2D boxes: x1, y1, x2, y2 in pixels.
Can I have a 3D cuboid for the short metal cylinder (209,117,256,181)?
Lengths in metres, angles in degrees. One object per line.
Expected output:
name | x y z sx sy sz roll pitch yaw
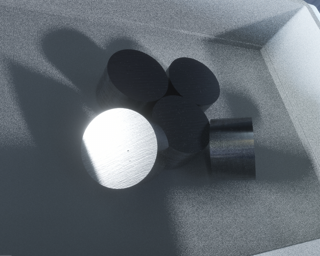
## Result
short metal cylinder | 0.094 0.027 0.396 0.050 0.080 0.080 -4 55 15

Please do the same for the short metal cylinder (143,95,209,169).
short metal cylinder | 0.017 0.006 0.393 0.081 0.050 0.080 14 56 -21

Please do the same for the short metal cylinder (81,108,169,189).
short metal cylinder | -0.035 0.022 0.330 0.080 0.080 0.050 59 8 13

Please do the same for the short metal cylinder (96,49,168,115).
short metal cylinder | -0.036 -0.054 0.401 0.081 0.050 0.080 14 56 -21

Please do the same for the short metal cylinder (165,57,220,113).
short metal cylinder | 0.038 -0.054 0.443 0.081 0.050 0.080 14 56 -21
